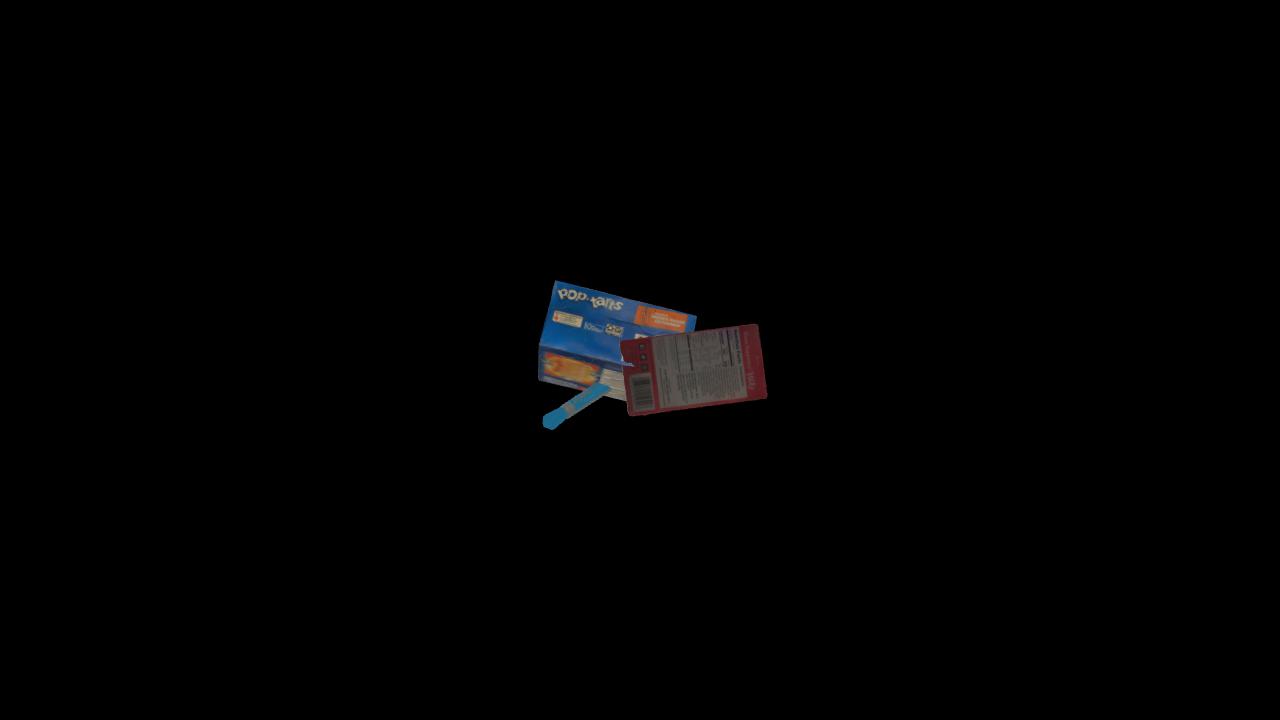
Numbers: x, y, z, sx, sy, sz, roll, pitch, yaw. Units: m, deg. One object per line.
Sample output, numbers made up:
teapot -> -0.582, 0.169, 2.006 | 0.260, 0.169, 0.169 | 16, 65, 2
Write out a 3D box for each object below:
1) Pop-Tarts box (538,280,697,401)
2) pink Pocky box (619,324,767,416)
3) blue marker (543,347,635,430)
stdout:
Pop-Tarts box -> -0.032, -0.012, 0.737 | 0.167, 0.083, 0.141 | 14, -20, -4
pink Pocky box -> 0.058, 0.011, 0.678 | 0.155, 0.084, 0.029 | -7, -1, -2
blue marker -> -0.069, 0.048, 0.714 | 0.020, 0.020, 0.121 | 0, 21, 38
